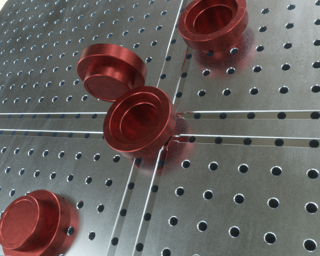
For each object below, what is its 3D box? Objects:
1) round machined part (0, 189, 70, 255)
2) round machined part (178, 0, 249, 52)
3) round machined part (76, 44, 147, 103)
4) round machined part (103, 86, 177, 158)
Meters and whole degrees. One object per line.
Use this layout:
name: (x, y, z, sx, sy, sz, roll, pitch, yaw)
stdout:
round machined part: (-0.173, 0.128, 0.411, 0.098, 0.042, 0.098, -13, 56, 21)
round machined part: (0.079, -0.149, 0.448, 0.098, 0.042, 0.098, -13, 56, 21)
round machined part: (-0.071, -0.071, 0.443, 0.098, 0.098, 0.042, -5, 60, 26)
round machined part: (-0.023, -0.004, 0.413, 0.098, 0.042, 0.098, -13, 56, 21)
